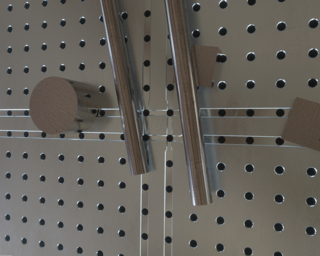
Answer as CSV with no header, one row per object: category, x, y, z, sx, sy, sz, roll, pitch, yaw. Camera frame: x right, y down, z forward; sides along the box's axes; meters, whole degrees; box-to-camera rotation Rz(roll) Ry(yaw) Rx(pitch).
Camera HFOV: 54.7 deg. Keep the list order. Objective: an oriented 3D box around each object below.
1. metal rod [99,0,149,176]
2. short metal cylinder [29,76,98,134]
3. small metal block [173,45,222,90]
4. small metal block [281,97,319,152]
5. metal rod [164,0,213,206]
metal rod,-0.055,-0.084,0.431,0.025,0.025,0.298,-12,86,19
short metal cylinder,-0.139,-0.031,0.448,0.080,0.050,0.079,0,90,20
small metal block,0.048,-0.078,0.396,0.050,0.025,0.050,11,94,19
small metal block,0.171,-0.003,0.352,0.050,0.025,0.050,20,97,18
metal rod,0.031,-0.058,0.375,0.025,0.025,0.298,-8,88,20
